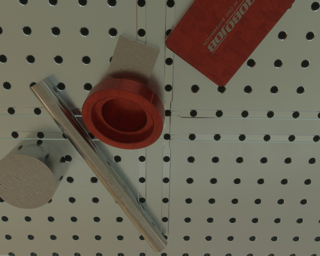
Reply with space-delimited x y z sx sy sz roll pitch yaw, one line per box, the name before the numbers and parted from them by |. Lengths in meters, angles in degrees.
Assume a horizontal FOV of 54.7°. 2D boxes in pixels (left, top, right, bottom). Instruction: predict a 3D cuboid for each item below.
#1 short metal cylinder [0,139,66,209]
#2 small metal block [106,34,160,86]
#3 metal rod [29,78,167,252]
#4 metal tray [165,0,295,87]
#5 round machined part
short metal cylinder | -0.175 0.061 0.420 0.081 0.050 0.079 0 110 -1
small metal block | -0.032 -0.082 0.383 0.050 0.025 0.050 20 109 -8
metal rod | -0.077 0.063 0.435 0.025 0.025 0.299 -30 108 10
metal tray | 0.079 -0.126 0.365 0.090 0.030 0.129 34 106 -12
round machined part | -0.042 -0.021 0.383 0.099 0.042 0.097 6 134 6
